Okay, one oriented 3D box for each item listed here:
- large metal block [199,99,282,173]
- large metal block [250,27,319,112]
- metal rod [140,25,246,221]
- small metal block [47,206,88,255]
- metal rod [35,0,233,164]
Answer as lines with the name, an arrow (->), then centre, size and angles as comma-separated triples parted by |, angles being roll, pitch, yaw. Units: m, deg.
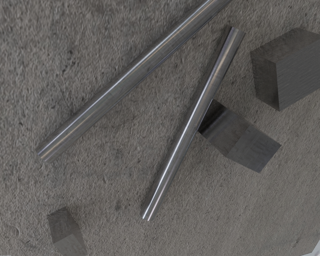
large metal block -> 0.108, 0.011, 0.437 | 0.080, 0.080, 0.050 | 26, 104, -37
large metal block -> 0.181, -0.083, 0.439 | 0.080, 0.050, 0.080 | -29, 129, -10
metal rod -> 0.038, 0.007, 0.431 | 0.025, 0.025, 0.298 | 11, 113, -33
small metal block -> -0.123, 0.142, 0.412 | 0.025, 0.050, 0.050 | -26, 128, -12
metal rod -> -0.021, -0.069, 0.352 | 0.300, 0.025, 0.025 | -42, 130, 0
